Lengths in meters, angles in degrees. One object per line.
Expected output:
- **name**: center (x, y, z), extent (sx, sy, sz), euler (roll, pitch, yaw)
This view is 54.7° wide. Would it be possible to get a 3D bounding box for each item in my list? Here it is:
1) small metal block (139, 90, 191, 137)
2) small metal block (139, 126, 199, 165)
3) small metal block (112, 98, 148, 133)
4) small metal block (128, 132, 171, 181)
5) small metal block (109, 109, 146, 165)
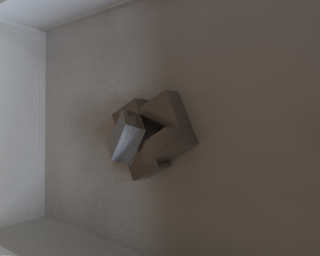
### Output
- **small metal block**: center (0.005, -0.014, 0.399), extent (0.050, 0.025, 0.050), euler (-31, 71, 35)
- **small metal block**: center (0.010, 0.021, 0.378), extent (0.050, 0.050, 0.025), euler (-34, 69, 34)
- **small metal block**: center (-0.035, -0.007, 0.432), extent (0.050, 0.025, 0.050), euler (-31, 71, 35)
- **small metal block**: center (-0.019, 0.038, 0.418), extent (0.050, 0.025, 0.050), euler (-31, 71, 35)
- **small metal block**: center (-0.042, 0.010, 0.389), extent (0.050, 0.025, 0.050), euler (-115, 46, -63)
